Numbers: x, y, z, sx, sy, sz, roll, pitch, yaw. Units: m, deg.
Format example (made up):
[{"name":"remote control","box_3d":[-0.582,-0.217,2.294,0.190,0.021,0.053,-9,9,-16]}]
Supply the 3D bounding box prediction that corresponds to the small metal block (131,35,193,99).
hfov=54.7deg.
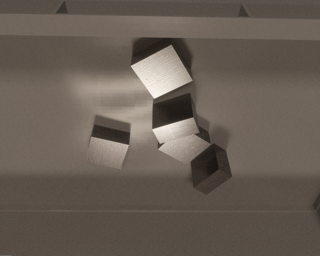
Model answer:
[{"name":"small metal block","box_3d":[0.003,-0.068,0.351,0.050,0.025,0.050,-24,127,18]}]

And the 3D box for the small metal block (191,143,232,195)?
[{"name":"small metal block","box_3d":[0.072,0.059,0.444,0.025,0.050,0.050,31,123,-24]}]

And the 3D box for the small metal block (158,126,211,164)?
[{"name":"small metal block","box_3d":[0.032,0.017,0.424,0.050,0.025,0.050,30,124,-24]}]

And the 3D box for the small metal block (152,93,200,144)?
[{"name":"small metal block","box_3d":[0.019,-0.013,0.382,0.050,0.050,0.025,-16,128,13]}]

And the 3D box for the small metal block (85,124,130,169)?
[{"name":"small metal block","box_3d":[-0.073,0.027,0.431,0.050,0.025,0.050,14,129,-12]}]
